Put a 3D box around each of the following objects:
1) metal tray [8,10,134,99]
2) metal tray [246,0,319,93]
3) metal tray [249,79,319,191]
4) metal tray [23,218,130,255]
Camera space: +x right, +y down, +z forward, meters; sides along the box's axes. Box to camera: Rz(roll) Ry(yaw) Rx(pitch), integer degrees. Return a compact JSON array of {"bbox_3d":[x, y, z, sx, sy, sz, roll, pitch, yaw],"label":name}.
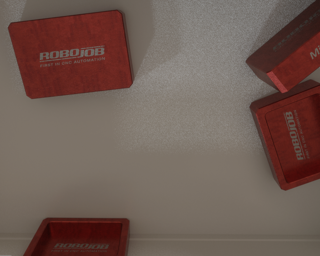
[{"bbox_3d":[-0.102,-0.088,0.375,0.131,0.030,0.089,-6,110,2],"label":"metal tray"},{"bbox_3d":[0.166,-0.101,0.341,0.130,0.090,0.030,-40,106,13],"label":"metal tray"},{"bbox_3d":[0.185,0.012,0.415,0.090,0.030,0.129,-22,109,7],"label":"metal tray"},{"bbox_3d":[-0.112,0.167,0.436,0.131,0.090,0.030,1,110,-1],"label":"metal tray"}]
